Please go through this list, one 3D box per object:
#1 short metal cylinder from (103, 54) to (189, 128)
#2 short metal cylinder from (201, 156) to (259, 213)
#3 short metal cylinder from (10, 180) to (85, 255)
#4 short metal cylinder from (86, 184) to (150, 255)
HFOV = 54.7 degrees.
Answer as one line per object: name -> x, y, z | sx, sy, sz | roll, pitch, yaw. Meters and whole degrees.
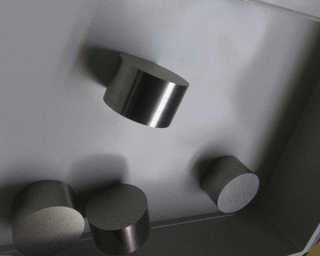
short metal cylinder -> -0.015, -0.042, 0.339 | 0.081, 0.080, 0.050 | 12, 112, -34
short metal cylinder -> 0.115, 0.093, 0.513 | 0.081, 0.050, 0.079 | -14, 124, -21
short metal cylinder -> -0.140, 0.112, 0.385 | 0.081, 0.050, 0.079 | -14, 124, -21
short metal cylinder -> -0.055, 0.121, 0.418 | 0.081, 0.080, 0.050 | -17, 125, -19
